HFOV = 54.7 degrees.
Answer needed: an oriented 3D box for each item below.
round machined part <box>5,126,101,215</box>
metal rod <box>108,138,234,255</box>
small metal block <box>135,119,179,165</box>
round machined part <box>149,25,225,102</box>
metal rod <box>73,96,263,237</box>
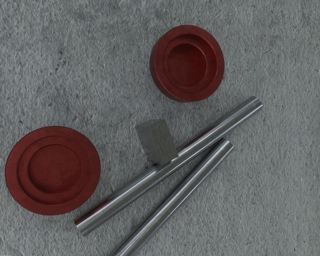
[{"bbox_3d":[-0.121,0.046,0.356,0.099,0.042,0.097,0,90,-20],"label":"round machined part"},{"bbox_3d":[-0.009,0.123,0.406,0.301,0.025,0.025,-44,104,-15],"label":"metal rod"},{"bbox_3d":[-0.005,0.016,0.394,0.025,0.050,0.050,-23,98,-19],"label":"small metal block"},{"bbox_3d":[0.032,-0.082,0.412,0.099,0.042,0.097,0,90,-20],"label":"round machined part"},{"bbox_3d":[0.023,0.042,0.417,0.302,0.025,0.025,-33,101,-17],"label":"metal rod"}]
